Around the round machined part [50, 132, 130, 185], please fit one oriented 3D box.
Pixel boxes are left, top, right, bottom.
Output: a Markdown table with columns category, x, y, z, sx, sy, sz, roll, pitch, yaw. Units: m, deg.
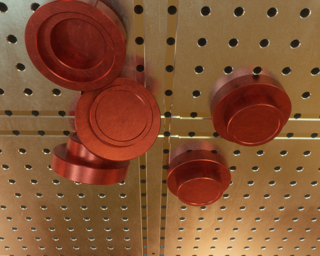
| category | x | y | z | sx | sy | sz | roll | pitch | yaw |
| --- | --- | --- | --- | --- | --- | --- | --- | --- | --- |
| round machined part | -0.087 | 0.034 | 0.399 | 0.099 | 0.098 | 0.042 | 11 | 101 | -10 |

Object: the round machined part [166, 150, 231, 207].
| category | x | y | z | sx | sy | sz | roll | pitch | yaw |
| --- | --- | --- | --- | --- | --- | --- | --- | --- | --- |
| round machined part | 0.059 | 0.083 | 0.472 | 0.099 | 0.042 | 0.097 | -1 | 130 | 0 |

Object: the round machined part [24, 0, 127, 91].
| category | x | y | z | sx | sy | sz | roll | pitch | yaw |
| --- | --- | --- | --- | --- | --- | --- | --- | --- | --- |
| round machined part | -0.083 | -0.090 | 0.322 | 0.099 | 0.042 | 0.097 | -1 | 130 | 0 |

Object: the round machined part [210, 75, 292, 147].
| category | x | y | z | sx | sy | sz | roll | pitch | yaw |
| --- | --- | --- | --- | --- | --- | --- | --- | --- | --- |
| round machined part | 0.115 | -0.015 | 0.390 | 0.099 | 0.042 | 0.097 | 0 | 130 | 0 |

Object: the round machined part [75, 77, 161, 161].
| category | x | y | z | sx | sy | sz | roll | pitch | yaw |
| --- | --- | --- | --- | --- | --- | --- | --- | --- | --- |
| round machined part | -0.046 | -0.011 | 0.352 | 0.099 | 0.098 | 0.042 | 15 | 169 | -13 |
